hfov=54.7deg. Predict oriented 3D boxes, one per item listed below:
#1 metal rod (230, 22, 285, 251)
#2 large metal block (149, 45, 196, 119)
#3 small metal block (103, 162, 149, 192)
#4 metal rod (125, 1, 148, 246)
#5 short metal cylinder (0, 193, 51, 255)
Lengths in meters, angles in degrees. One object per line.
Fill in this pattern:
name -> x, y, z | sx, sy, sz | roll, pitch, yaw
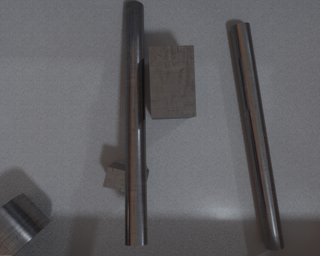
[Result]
metal rod -> 0.130, 0.011, 0.413 | 0.025, 0.025, 0.298 | -9, 90, 0
large metal block -> 0.014, -0.052, 0.384 | 0.050, 0.080, 0.079 | -2, 90, 0
small metal block -> -0.042, 0.065, 0.398 | 0.050, 0.050, 0.025 | 14, 90, -1
metal rod -> -0.030, -0.016, 0.377 | 0.025, 0.025, 0.299 | -1, 77, -1
short metal cylinder -> -0.184, 0.127, 0.382 | 0.080, 0.080, 0.050 | -43, 90, 0
